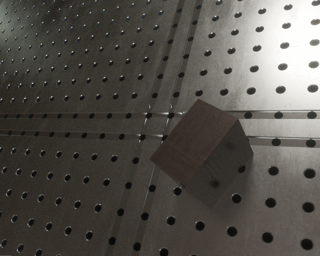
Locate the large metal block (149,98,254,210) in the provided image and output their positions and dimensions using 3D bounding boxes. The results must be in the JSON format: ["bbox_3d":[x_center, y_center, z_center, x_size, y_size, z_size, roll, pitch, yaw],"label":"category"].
[{"bbox_3d":[0.048,0.030,0.329,0.050,0.080,0.080,33,80,38],"label":"large metal block"}]
